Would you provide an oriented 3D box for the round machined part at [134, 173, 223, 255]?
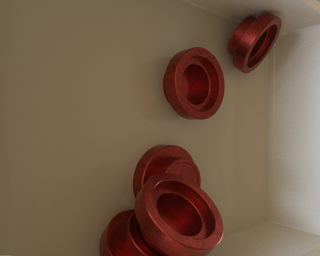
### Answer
[{"bbox_3d":[0.016,0.099,0.338,0.099,0.098,0.042,6,128,-40],"label":"round machined part"}]

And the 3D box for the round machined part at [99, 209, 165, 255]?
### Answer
[{"bbox_3d":[-0.014,0.131,0.348,0.099,0.098,0.042,8,126,-40],"label":"round machined part"}]

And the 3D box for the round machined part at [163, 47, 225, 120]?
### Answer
[{"bbox_3d":[0.043,-0.060,0.434,0.099,0.042,0.097,0,90,-40],"label":"round machined part"}]

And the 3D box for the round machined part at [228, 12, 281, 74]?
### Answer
[{"bbox_3d":[0.148,-0.141,0.501,0.098,0.042,0.098,-40,154,-24],"label":"round machined part"}]

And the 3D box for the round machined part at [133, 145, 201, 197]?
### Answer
[{"bbox_3d":[0.016,0.072,0.412,0.099,0.042,0.097,0,90,-40],"label":"round machined part"}]
